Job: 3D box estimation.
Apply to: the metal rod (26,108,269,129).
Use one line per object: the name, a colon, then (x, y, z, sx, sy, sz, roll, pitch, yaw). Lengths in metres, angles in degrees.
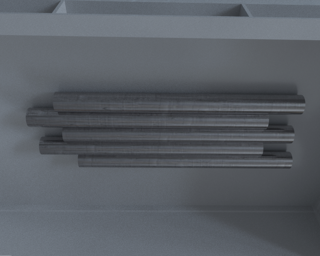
metal rod: (-0.014, -0.012, 0.397, 0.302, 0.025, 0.025, 1, 130, -1)

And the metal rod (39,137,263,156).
metal rod: (-0.011, 0.026, 0.429, 0.302, 0.025, 0.025, 1, 130, -1)

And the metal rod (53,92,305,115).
metal rod: (0.024, -0.030, 0.382, 0.302, 0.025, 0.025, 1, 130, -1)

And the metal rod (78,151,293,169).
metal rod: (0.036, 0.045, 0.446, 0.302, 0.025, 0.025, 1, 130, -1)

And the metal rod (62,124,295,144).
metal rod: (0.025, 0.007, 0.414, 0.302, 0.025, 0.025, 1, 130, -1)
